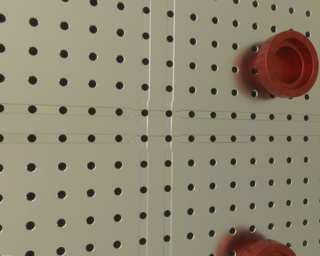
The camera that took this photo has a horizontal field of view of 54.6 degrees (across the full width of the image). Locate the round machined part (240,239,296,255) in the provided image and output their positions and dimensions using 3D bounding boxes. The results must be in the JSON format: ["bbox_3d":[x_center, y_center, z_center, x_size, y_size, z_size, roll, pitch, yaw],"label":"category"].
[{"bbox_3d":[0.155,0.214,0.461,0.099,0.042,0.097,0,90,-20],"label":"round machined part"}]

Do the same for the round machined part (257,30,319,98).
[{"bbox_3d":[0.188,-0.094,0.472,0.099,0.042,0.097,0,90,-20],"label":"round machined part"}]
